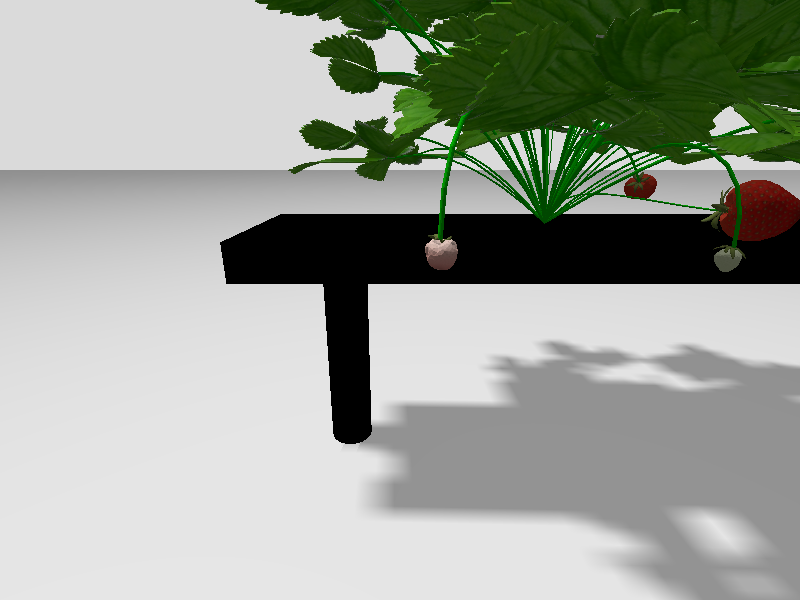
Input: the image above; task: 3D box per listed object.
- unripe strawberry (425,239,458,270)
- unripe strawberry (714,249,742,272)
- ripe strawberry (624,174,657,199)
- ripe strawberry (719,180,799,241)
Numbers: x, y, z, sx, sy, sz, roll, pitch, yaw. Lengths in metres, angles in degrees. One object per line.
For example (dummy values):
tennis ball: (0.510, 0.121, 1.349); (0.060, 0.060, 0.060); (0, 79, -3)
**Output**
unripe strawberry: (0.017, -0.019, 0.165); (0.014, 0.013, 0.013); (11, 22, 28)
unripe strawberry: (0.151, -0.019, 0.185); (0.011, 0.011, 0.010); (-3, 20, -8)
ripe strawberry: (0.317, -0.148, 0.527); (0.037, 0.031, 0.037); (18, -1, 41)
ripe strawberry: (0.249, -0.061, 0.275); (0.042, 0.041, 0.039); (11, 22, 28)
